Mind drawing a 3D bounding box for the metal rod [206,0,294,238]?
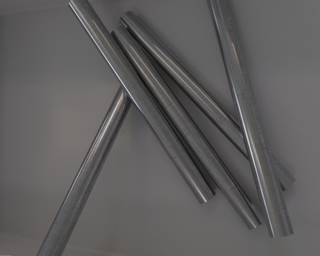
[{"bbox_3d":[0.098,-0.031,0.356,0.025,0.025,0.299,-16,78,19],"label":"metal rod"}]

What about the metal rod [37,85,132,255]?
[{"bbox_3d":[-0.089,0.060,0.376,0.025,0.025,0.300,16,70,19],"label":"metal rod"}]

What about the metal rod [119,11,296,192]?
[{"bbox_3d":[0.050,-0.042,0.392,0.025,0.025,0.300,-45,76,14],"label":"metal rod"}]

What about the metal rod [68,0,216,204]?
[{"bbox_3d":[-0.023,-0.036,0.392,0.025,0.025,0.299,-34,89,17],"label":"metal rod"}]

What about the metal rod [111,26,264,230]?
[{"bbox_3d":[0.030,-0.007,0.391,0.025,0.025,0.299,-38,81,16],"label":"metal rod"}]
